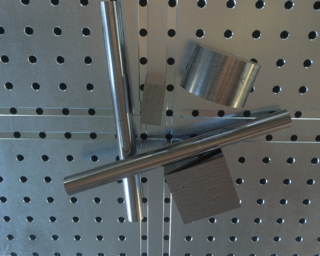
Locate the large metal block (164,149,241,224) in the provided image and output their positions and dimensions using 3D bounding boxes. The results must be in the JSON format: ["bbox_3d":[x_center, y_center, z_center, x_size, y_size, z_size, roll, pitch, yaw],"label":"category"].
[{"bbox_3d":[0.057,0.075,0.428,0.080,0.050,0.080,-19,109,7],"label":"large metal block"}]

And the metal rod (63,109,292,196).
[{"bbox_3d":[0.024,0.031,0.406,0.302,0.025,0.025,-17,110,-2],"label":"metal rod"}]

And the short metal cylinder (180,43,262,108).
[{"bbox_3d":[0.069,-0.062,0.362,0.080,0.080,0.050,17,109,-6],"label":"short metal cylinder"}]

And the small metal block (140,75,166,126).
[{"bbox_3d":[-0.009,-0.036,0.387,0.025,0.050,0.050,7,110,-3],"label":"small metal block"}]

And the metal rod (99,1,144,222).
[{"bbox_3d":[-0.047,-0.007,0.410,0.025,0.025,0.298,-4,110,1],"label":"metal rod"}]
